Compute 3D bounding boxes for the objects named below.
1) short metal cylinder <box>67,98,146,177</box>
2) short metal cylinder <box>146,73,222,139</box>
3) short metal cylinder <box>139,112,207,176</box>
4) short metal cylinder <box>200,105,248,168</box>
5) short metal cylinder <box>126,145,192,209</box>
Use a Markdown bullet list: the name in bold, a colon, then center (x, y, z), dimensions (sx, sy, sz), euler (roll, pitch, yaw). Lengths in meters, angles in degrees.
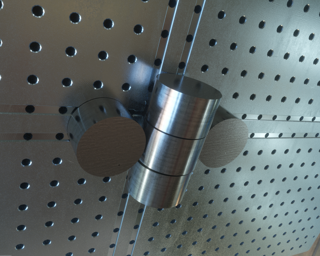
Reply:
- **short metal cylinder**: center (-0.064, 0.011, 0.367), dimensions (0.081, 0.050, 0.079), euler (-14, 125, -21)
- **short metal cylinder**: center (0.028, -0.028, 0.374), dimensions (0.081, 0.080, 0.050), euler (2, 117, -30)
- **short metal cylinder**: center (0.014, 0.017, 0.394), dimensions (0.081, 0.080, 0.050), euler (2, 118, -30)
- **short metal cylinder**: center (0.078, 0.010, 0.445), dimensions (0.081, 0.050, 0.079), euler (-14, 125, -21)
- **short metal cylinder**: center (-0.001, 0.061, 0.414), dimensions (0.081, 0.080, 0.050), euler (1, 118, -29)
